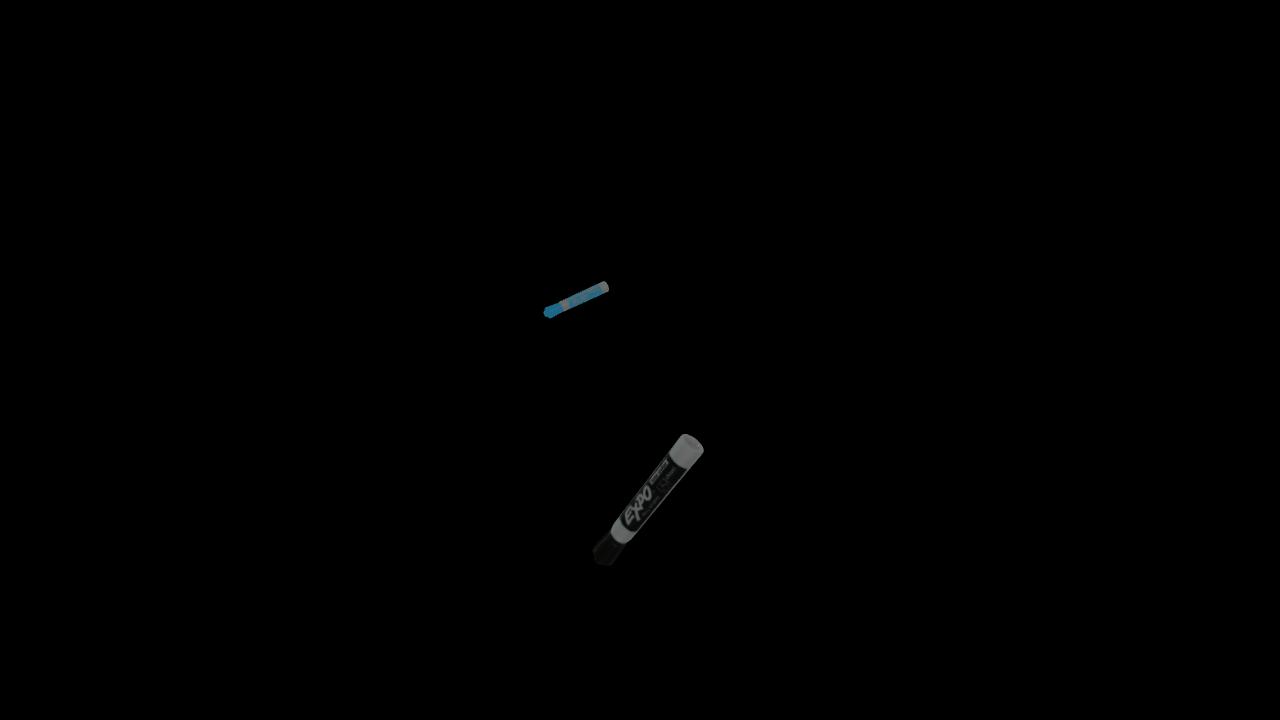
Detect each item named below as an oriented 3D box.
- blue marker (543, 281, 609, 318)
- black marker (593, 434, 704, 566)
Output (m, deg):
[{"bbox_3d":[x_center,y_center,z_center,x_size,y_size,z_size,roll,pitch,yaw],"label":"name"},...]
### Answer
[{"bbox_3d":[-0.101,-0.095,0.976,0.121,0.020,0.020,-30,17,-32],"label":"blue marker"},{"bbox_3d":[0.003,0.102,0.431,0.020,0.121,0.020,31,21,-13],"label":"black marker"}]
